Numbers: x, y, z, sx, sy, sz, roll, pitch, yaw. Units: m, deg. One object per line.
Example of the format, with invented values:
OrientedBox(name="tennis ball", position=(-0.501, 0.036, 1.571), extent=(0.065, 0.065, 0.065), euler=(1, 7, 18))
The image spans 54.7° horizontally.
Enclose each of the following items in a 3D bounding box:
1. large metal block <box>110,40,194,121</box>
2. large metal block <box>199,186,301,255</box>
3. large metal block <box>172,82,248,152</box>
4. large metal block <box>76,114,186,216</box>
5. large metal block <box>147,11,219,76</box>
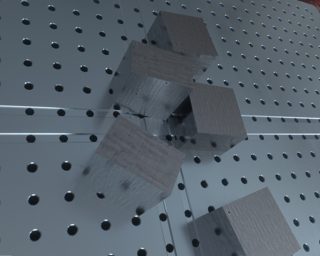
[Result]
OrientedBox(name="large metal block", position=(-0.013, -0.058, 0.403), extent=(0.081, 0.080, 0.050), euler=(12, 57, -22))
OrientedBox(name="large metal block", position=(0.108, 0.127, 0.375), extent=(0.081, 0.050, 0.080), euler=(-12, 68, -33))
OrientedBox(name="large metal block", position=(0.067, -0.014, 0.439), extent=(0.081, 0.050, 0.080), euler=(5, 59, -26))
OrientedBox(name="large metal block", position=(-0.033, 0.043, 0.330), extent=(0.080, 0.080, 0.050), euler=(31, 52, -9))
OrientedBox(name="large metal block", position=(0.035, -0.133, 0.494), extent=(0.081, 0.050, 0.080), euler=(-2, 63, -30))
